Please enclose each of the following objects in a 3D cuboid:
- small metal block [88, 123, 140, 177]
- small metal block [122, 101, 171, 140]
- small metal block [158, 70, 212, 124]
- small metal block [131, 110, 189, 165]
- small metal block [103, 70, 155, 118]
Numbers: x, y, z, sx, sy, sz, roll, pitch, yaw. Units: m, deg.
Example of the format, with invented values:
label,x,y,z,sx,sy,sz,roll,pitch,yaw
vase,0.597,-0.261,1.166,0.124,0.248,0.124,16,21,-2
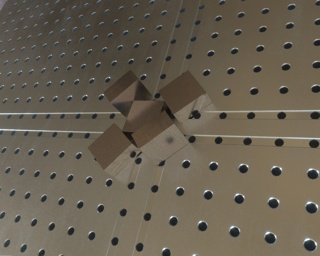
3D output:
label,x,y,z,sx,sy,sz,roll,pitch,yaw
small metal block,-0.063,0.029,0.424,0.050,0.025,0.050,-44,51,-3
small metal block,-0.017,-0.010,0.423,0.050,0.025,0.050,3,62,31
small metal block,0.033,-0.042,0.417,0.050,0.025,0.050,-35,51,6
small metal block,0.001,0.013,0.384,0.050,0.050,0.025,-36,51,4
small metal block,-0.044,-0.047,0.444,0.050,0.050,0.025,-40,52,2
